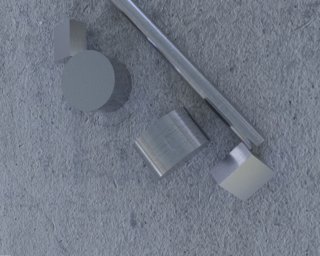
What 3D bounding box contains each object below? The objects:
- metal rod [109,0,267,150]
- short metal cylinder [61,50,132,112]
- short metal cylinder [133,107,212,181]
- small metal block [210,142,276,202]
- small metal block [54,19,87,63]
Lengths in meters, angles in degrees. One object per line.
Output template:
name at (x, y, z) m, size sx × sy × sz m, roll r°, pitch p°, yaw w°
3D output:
metal rod at (0.021, -0.090, 0.400) m, size 0.025 × 0.025 × 0.300 m, roll -44°, pitch 77°, yaw 14°
short metal cylinder at (-0.086, -0.061, 0.425) m, size 0.080 × 0.050 × 0.079 m, roll 0°, pitch 90°, yaw 19°
short metal cylinder at (0.015, 0.019, 0.374) m, size 0.080 × 0.080 × 0.050 m, roll -41°, pitch 78°, yaw 15°
small metal block at (0.097, 0.052, 0.360) m, size 0.050 × 0.050 × 0.025 m, roll -46°, pitch 32°, yaw 14°
small metal block at (-0.129, -0.121, 0.442) m, size 0.050 × 0.025 × 0.050 m, roll -2°, pitch 89°, yaw 47°
